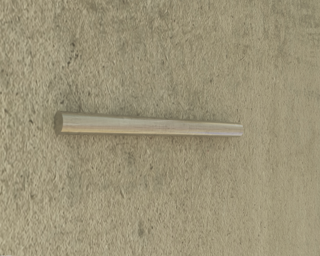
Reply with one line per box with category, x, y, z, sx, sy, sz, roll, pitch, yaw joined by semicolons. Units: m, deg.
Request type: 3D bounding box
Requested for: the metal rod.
metal rod;0.011;-0.001;0.415;0.302;0.025;0.025;2;89;-40
